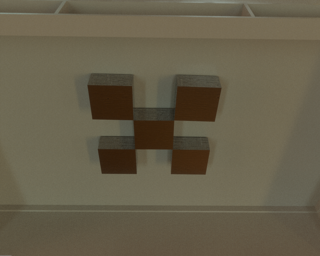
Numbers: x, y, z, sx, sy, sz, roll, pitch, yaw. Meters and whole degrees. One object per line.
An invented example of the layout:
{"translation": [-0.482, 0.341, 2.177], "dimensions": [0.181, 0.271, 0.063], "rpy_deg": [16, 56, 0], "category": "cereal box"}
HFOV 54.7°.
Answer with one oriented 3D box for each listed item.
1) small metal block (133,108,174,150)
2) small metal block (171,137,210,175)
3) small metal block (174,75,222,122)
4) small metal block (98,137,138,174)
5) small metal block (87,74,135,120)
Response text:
{"translation": [-0.008, 0.002, 0.407], "dimensions": [0.050, 0.025, 0.050], "rpy_deg": [0, 130, -1], "category": "small metal block"}
{"translation": [0.041, 0.040, 0.440], "dimensions": [0.050, 0.025, 0.050], "rpy_deg": [1, 130, -1], "category": "small metal block"}
{"translation": [0.044, -0.035, 0.376], "dimensions": [0.050, 0.025, 0.050], "rpy_deg": [2, 130, -2], "category": "small metal block"}
{"translation": [-0.058, 0.039, 0.439], "dimensions": [0.050, 0.025, 0.050], "rpy_deg": [0, 130, -1], "category": "small metal block"}
{"translation": [-0.057, -0.037, 0.374], "dimensions": [0.050, 0.025, 0.050], "rpy_deg": [1, 130, -1], "category": "small metal block"}
